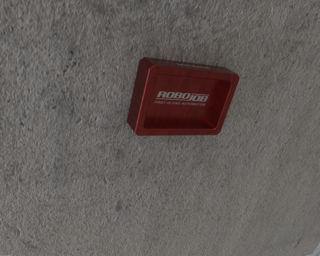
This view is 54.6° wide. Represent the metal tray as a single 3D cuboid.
[{"bbox_3d":[0.030,-0.036,0.396,0.131,0.030,0.089,0,118,-29],"label":"metal tray"}]
